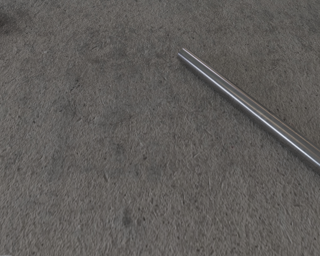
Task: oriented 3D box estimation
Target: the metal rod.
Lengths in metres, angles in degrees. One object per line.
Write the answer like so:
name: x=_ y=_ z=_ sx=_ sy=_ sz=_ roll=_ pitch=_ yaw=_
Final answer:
metal rod: x=0.127 y=-0.027 z=0.426 sx=0.025 sy=0.025 sz=0.300 roll=-30 pitch=56 yaw=-23
